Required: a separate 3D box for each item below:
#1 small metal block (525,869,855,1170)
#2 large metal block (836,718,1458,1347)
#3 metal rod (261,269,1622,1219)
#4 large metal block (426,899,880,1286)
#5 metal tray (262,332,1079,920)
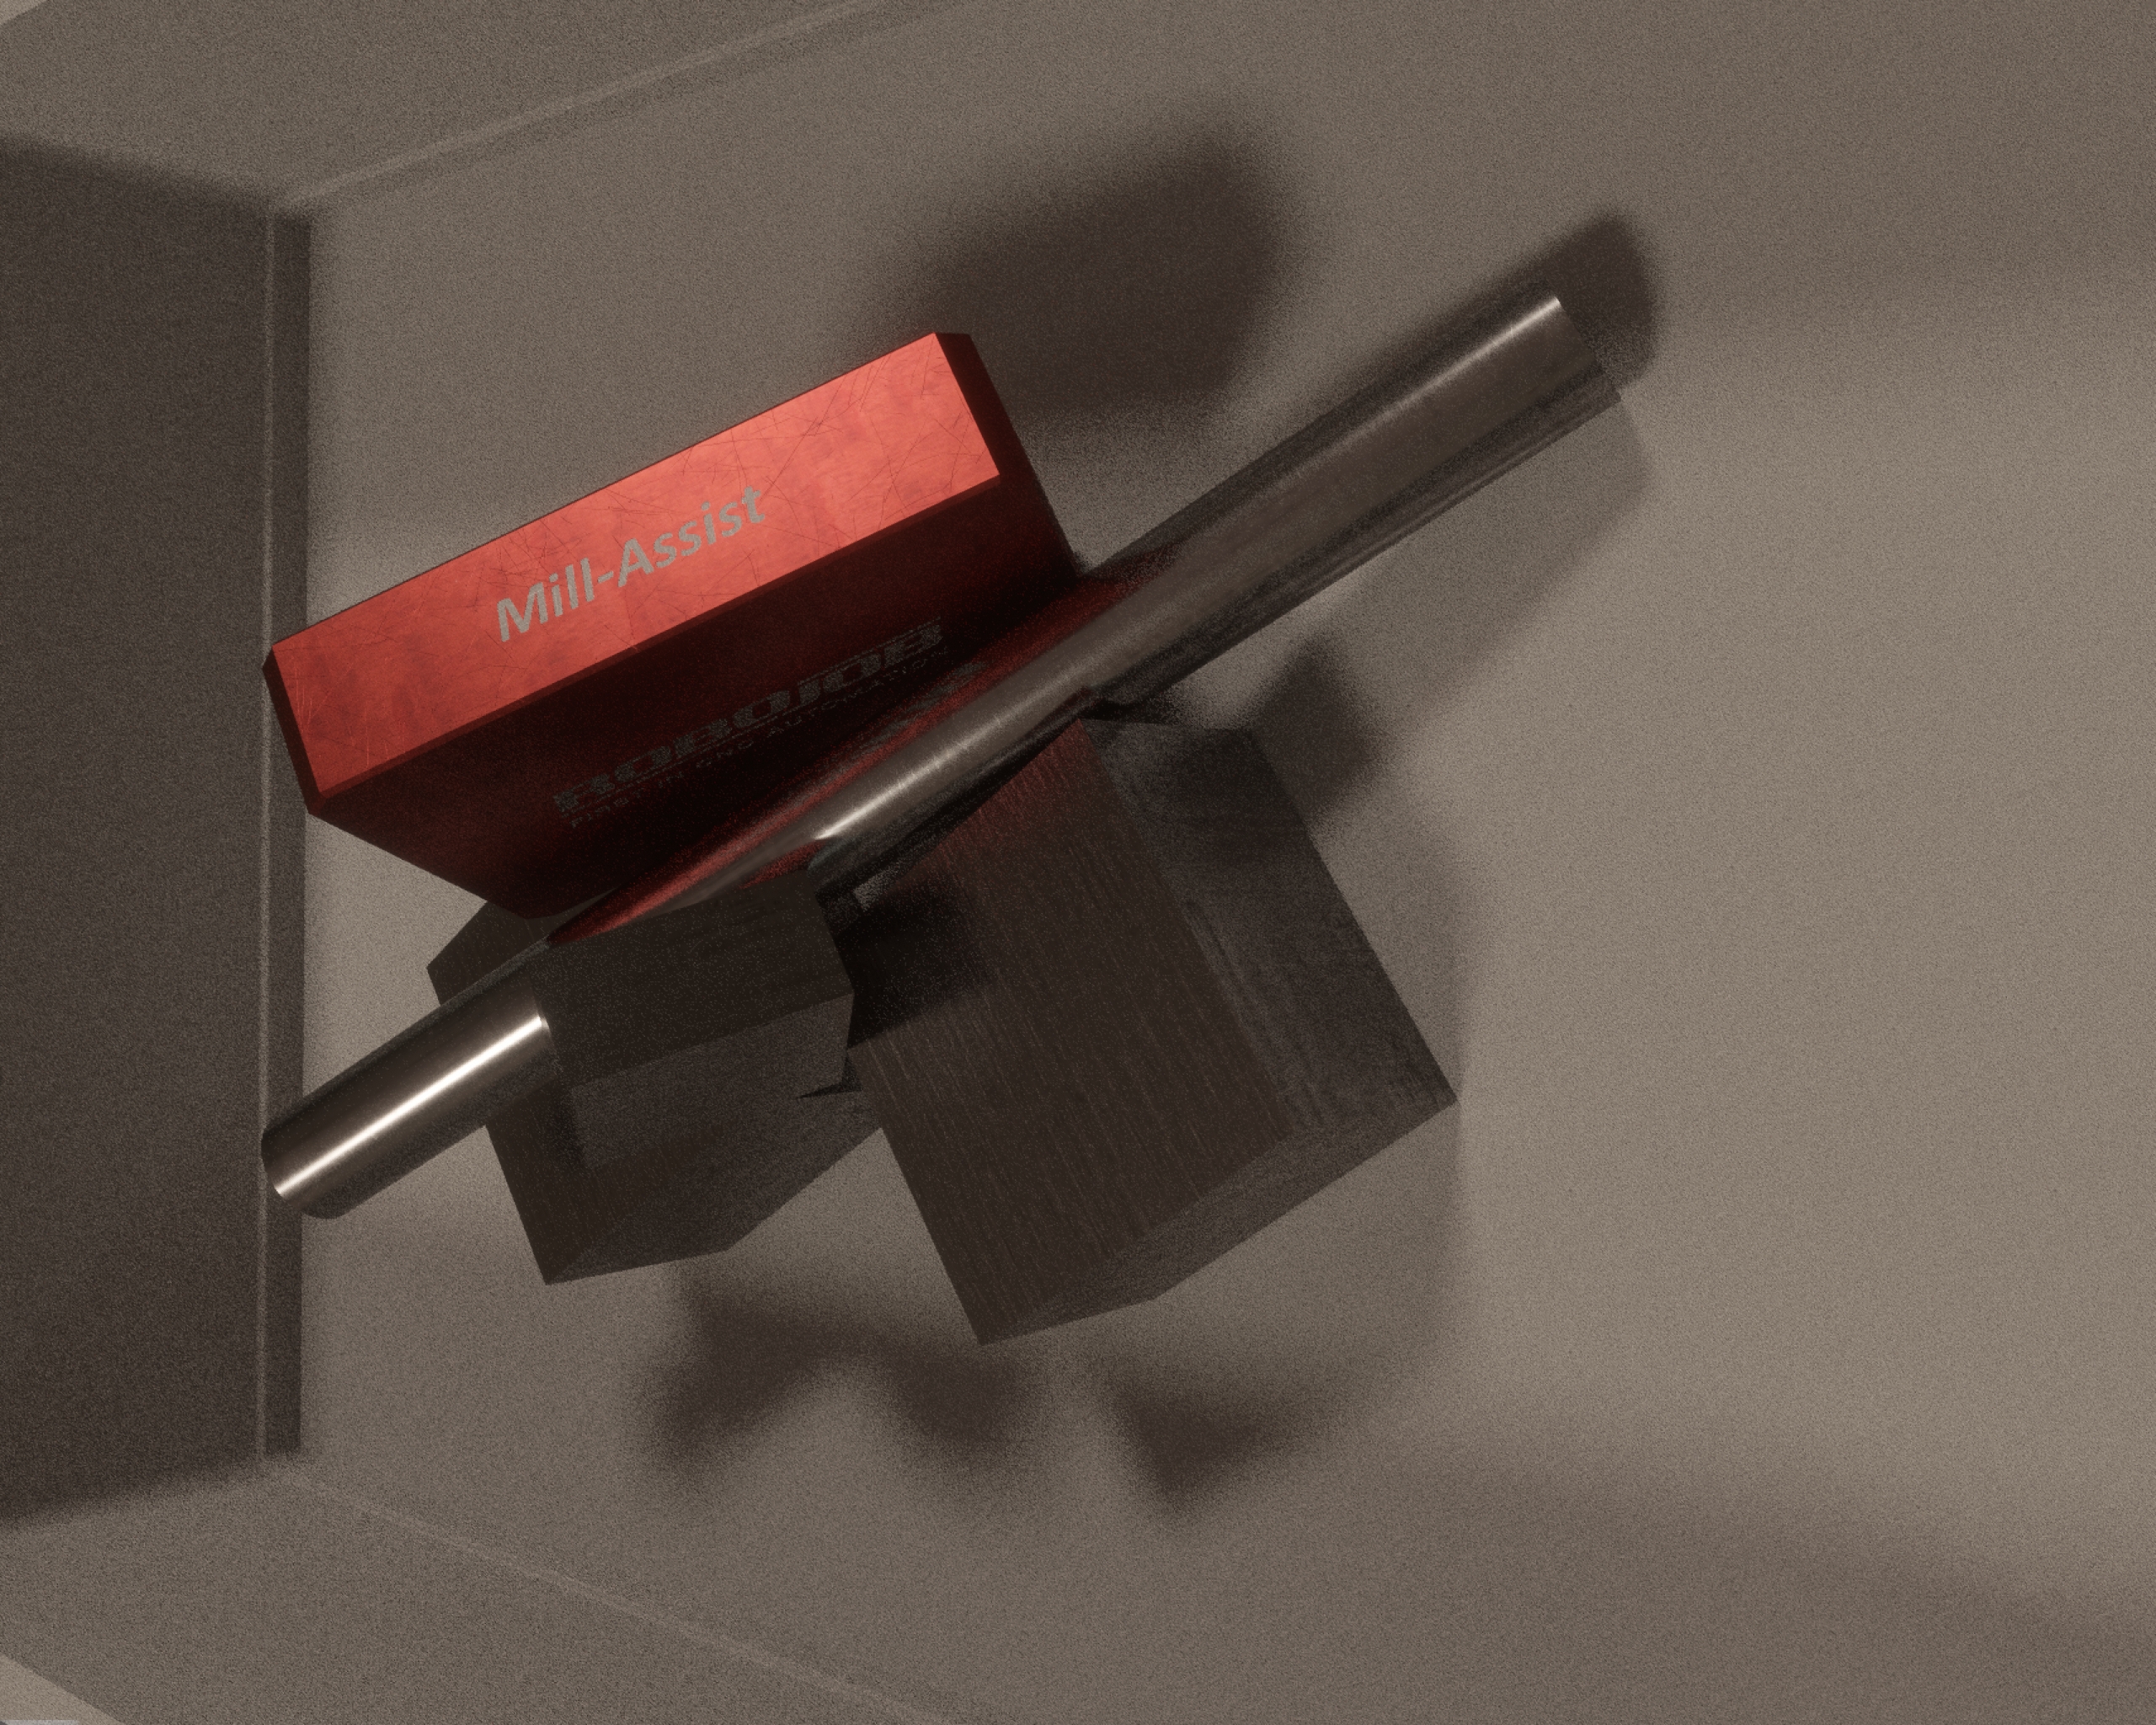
[{"bbox_3d":[-0.070,0.029,0.381,0.050,0.050,0.025,110,138,-64],"label":"small metal block"},{"bbox_3d":[0.008,0.030,0.381,0.080,0.050,0.080,-41,66,32],"label":"large metal block"},{"bbox_3d":[-0.039,-0.011,0.387,0.300,0.025,0.025,-32,70,19],"label":"metal rod"},{"bbox_3d":[-0.089,0.035,0.457,0.080,0.050,0.080,-41,66,32],"label":"large metal block"},{"bbox_3d":[-0.064,-0.038,0.379,0.130,0.090,0.030,-25,73,3],"label":"metal tray"}]
